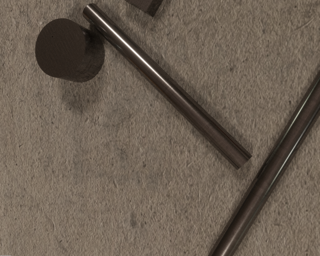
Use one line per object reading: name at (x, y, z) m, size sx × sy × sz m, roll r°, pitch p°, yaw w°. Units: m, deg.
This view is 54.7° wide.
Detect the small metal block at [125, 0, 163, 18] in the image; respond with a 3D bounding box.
small metal block at (-0.020, -0.186, 0.415) m, size 0.050 × 0.025 × 0.050 m, roll 36°, pitch 101°, yaw 16°

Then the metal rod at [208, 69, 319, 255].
metal rod at (0.135, 0.043, 0.361) m, size 0.025 × 0.025 × 0.298 m, roll 31°, pitch 100°, yaw 17°

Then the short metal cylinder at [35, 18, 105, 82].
short metal cylinder at (-0.126, -0.107, 0.439) m, size 0.080 × 0.050 × 0.079 m, roll 0°, pitch 90°, yaw 19°

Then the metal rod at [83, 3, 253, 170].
metal rod at (0.001, -0.063, 0.407) m, size 0.300 × 0.025 × 0.025 m, roll 46°, pitch 104°, yaw 14°
